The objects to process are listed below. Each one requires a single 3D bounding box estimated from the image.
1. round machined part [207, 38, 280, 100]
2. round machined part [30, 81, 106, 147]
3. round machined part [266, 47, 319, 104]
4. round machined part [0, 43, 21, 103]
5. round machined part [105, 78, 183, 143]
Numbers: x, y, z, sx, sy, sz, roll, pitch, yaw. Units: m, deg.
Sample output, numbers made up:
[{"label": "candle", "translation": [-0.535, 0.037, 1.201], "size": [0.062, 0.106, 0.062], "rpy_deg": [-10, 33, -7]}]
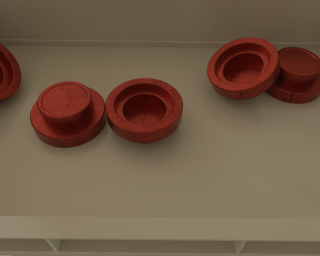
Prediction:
[{"label": "round machined part", "translation": [0.122, -0.080, 0.448], "size": [0.098, 0.042, 0.098], "rpy_deg": [-13, 54, 19]}, {"label": "round machined part", "translation": [-0.123, -0.025, 0.414], "size": [0.099, 0.042, 0.098], "rpy_deg": [0, 50, 0]}, {"label": "round machined part", "translation": [0.202, -0.086, 0.469], "size": [0.099, 0.042, 0.098], "rpy_deg": [0, 50, 0]}, {"label": "round machined part", "translation": [-0.252, -0.077, 0.432], "size": [0.042, 0.098, 0.098], "rpy_deg": [-22, 40, 35]}, {"label": "round machined part", "translation": [-0.020, -0.018, 0.409], "size": [0.099, 0.042, 0.098], "rpy_deg": [0, 50, 0]}]
